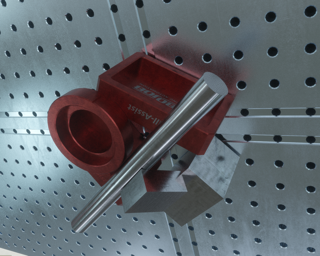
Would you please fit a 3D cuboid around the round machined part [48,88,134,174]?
[{"bbox_3d":[-0.072,0.000,0.347,0.098,0.042,0.097,13,124,20],"label":"round machined part"}]

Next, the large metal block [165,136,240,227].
[{"bbox_3d":[0.045,0.063,0.386,0.050,0.080,0.080,41,129,-1],"label":"large metal block"}]

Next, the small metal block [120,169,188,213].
[{"bbox_3d":[-0.008,0.069,0.335,0.050,0.050,0.025,-50,45,39],"label":"small metal block"}]

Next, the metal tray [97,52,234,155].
[{"bbox_3d":[0.008,-0.033,0.343,0.130,0.090,0.030,28,129,10],"label":"metal tray"}]

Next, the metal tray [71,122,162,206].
[{"bbox_3d":[-0.064,0.027,0.417,0.030,0.090,0.130,-33,101,38],"label":"metal tray"}]

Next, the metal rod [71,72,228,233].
[{"bbox_3d":[-0.034,0.050,0.341,0.025,0.025,0.298,42,129,-1],"label":"metal rod"}]
